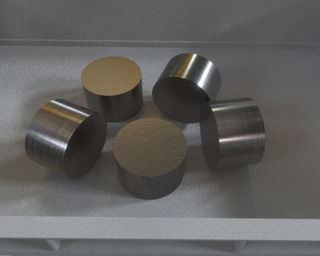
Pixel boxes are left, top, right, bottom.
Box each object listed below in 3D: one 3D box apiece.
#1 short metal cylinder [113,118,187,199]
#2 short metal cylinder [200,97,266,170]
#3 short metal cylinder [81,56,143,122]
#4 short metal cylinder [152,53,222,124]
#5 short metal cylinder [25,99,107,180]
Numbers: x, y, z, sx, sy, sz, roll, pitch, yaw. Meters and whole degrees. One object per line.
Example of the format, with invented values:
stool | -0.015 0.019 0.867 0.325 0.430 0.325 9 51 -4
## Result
short metal cylinder | -0.011 0.034 0.357 0.081 0.050 0.080 0 50 0
short metal cylinder | 0.082 0.006 0.363 0.050 0.080 0.080 -7 51 -6
short metal cylinder | -0.065 -0.055 0.432 0.081 0.050 0.080 0 50 0
short metal cylinder | 0.036 -0.052 0.413 0.080 0.080 0.050 17 52 13
short metal cylinder | -0.104 0.012 0.355 0.050 0.080 0.080 21 53 17
